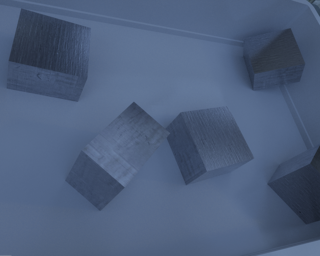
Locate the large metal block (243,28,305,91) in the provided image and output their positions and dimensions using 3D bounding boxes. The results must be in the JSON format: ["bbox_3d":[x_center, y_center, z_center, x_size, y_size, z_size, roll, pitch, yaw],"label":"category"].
[{"bbox_3d":[0.196,-0.120,0.543,0.080,0.050,0.080,-10,61,8],"label":"large metal block"}]

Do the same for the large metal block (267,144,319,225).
[{"bbox_3d":[0.217,0.080,0.438,0.080,0.080,0.050,47,51,4],"label":"large metal block"}]

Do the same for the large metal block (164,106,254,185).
[{"bbox_3d":[0.063,0.021,0.410,0.081,0.050,0.080,-9,67,-32],"label":"large metal block"}]

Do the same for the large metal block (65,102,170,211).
[{"bbox_3d":[-0.046,0.031,0.327,0.050,0.080,0.080,42,51,0],"label":"large metal block"}]

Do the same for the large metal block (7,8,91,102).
[{"bbox_3d":[-0.131,-0.085,0.371,0.081,0.050,0.080,10,58,-23],"label":"large metal block"}]
